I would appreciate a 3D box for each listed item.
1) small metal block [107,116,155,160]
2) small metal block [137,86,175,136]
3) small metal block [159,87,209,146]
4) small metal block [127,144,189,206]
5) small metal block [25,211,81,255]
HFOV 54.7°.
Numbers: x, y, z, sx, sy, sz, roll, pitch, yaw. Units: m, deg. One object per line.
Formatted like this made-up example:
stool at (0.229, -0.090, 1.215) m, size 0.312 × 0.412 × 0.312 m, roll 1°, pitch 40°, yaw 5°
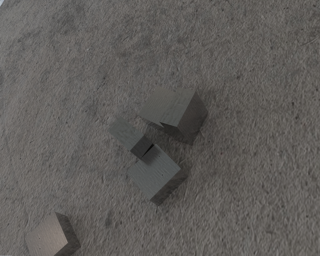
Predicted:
small metal block at (-0.032, 0.017, 0.394) m, size 0.025 × 0.050 × 0.050 m, roll -49°, pitch 51°, yaw -6°
small metal block at (0.007, -0.023, 0.414) m, size 0.050 × 0.025 × 0.050 m, roll 26°, pitch 76°, yaw 37°
small metal block at (0.031, -0.014, 0.380) m, size 0.025 × 0.050 × 0.050 m, roll 17°, pitch 71°, yaw 35°
small metal block at (-0.003, 0.056, 0.371) m, size 0.050 × 0.025 × 0.050 m, roll -45°, pitch 51°, yaw -3°
small metal block at (-0.134, 0.143, 0.387) m, size 0.050 × 0.025 × 0.050 m, roll -42°, pitch 51°, yaw -1°
